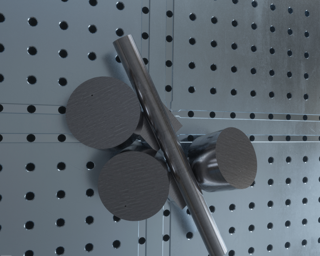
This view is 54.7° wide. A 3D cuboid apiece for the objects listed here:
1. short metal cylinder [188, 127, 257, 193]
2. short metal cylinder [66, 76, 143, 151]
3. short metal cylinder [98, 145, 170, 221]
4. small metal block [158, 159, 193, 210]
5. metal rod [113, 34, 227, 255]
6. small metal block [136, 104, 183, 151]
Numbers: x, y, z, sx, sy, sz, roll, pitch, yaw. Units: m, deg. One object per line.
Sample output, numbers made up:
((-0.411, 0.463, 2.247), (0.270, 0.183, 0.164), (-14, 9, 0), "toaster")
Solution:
((0.084, 0.044, 0.413), (0.081, 0.050, 0.080), (13, 67, -35), "short metal cylinder")
((-0.061, -0.014, 0.358), (0.081, 0.050, 0.080), (0, 82, 1), "short metal cylinder")
((-0.029, 0.063, 0.371), (0.080, 0.050, 0.079), (0, 94, 2), "short metal cylinder")
((0.028, 0.073, 0.419), (0.050, 0.025, 0.050), (-42, 104, -15), "small metal block")
((0.016, 0.029, 0.388), (0.025, 0.025, 0.299), (-27, 99, -18), "metal rod")
((-0.008, -0.004, 0.406), (0.050, 0.025, 0.050), (-45, 104, -14), "small metal block")
